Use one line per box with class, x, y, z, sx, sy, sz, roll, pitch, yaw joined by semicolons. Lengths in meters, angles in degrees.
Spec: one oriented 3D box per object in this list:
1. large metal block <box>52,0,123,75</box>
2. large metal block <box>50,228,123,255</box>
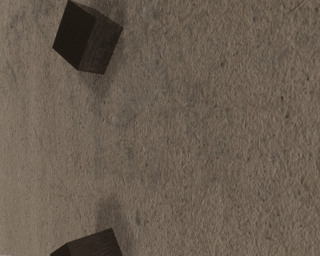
large metal block;-0.114;-0.140;0.480;0.080;0.050;0.079;41;115;32
large metal block;-0.100;0.202;0.449;0.050;0.081;0.080;-40;66;32
